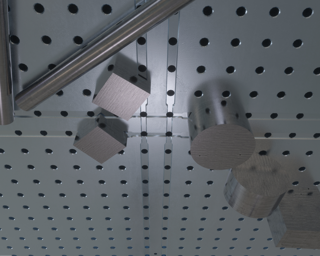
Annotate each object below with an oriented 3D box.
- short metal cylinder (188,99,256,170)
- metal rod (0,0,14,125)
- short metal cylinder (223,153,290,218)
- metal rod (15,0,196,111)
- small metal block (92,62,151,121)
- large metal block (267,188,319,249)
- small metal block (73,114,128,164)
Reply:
[{"bbox_3d":[0.078,0.009,0.404,0.081,0.050,0.079,0,130,0],"label":"short metal cylinder"},{"bbox_3d":[-0.164,-0.122,0.305,0.025,0.025,0.298,11,129,-9],"label":"metal rod"},{"bbox_3d":[0.137,0.081,0.446,0.081,0.080,0.050,4,130,-4],"label":"short metal cylinder"},{"bbox_3d":[-0.044,-0.096,0.328,0.300,0.025,0.025,-28,125,21],"label":"metal rod"},{"bbox_3d":[-0.046,-0.043,0.374,0.050,0.025,0.050,28,125,-22],"label":"small metal block"},{"bbox_3d":[0.223,0.144,0.500,0.081,0.080,0.050,4,130,-4],"label":"large metal block"},{"bbox_3d":[-0.081,0.016,0.425,0.050,0.025,0.050,-35,122,26],"label":"small metal block"}]
